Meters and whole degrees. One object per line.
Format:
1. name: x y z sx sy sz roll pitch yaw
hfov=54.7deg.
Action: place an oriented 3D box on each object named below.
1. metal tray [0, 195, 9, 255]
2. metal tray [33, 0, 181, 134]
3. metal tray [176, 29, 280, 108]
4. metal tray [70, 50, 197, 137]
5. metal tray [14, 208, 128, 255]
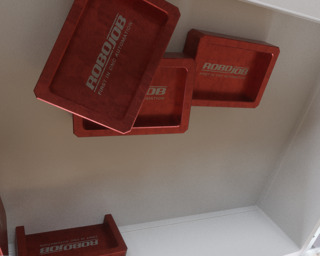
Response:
1. metal tray: -0.185 0.077 0.313 0.030 0.090 0.129 -13 124 -22
2. metal tray: -0.047 -0.070 0.291 0.090 0.030 0.129 24 87 -15
3. metal tray: 0.088 -0.074 0.409 0.131 0.030 0.089 0 119 -29
4. metal tray: -0.030 -0.038 0.345 0.131 0.030 0.089 -2 116 -15
5. metal tray: -0.121 0.155 0.416 0.131 0.090 0.030 1 115 -29
